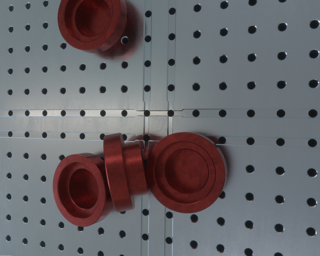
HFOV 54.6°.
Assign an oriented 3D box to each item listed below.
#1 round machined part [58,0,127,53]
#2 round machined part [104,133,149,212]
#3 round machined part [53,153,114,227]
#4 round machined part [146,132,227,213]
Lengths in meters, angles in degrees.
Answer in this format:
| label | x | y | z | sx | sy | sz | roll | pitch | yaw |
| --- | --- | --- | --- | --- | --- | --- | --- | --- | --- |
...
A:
| label | x | y | z | sx | sy | sz | roll | pitch | yaw |
| --- | --- | --- | --- | --- | --- | --- | --- | --- | --- |
| round machined part | -0.090 | -0.154 | 0.436 | 0.098 | 0.042 | 0.097 | 0 | 90 | 20 |
| round machined part | -0.040 | 0.053 | 0.393 | 0.042 | 0.098 | 0.098 | -10 | 86 | -4 |
| round machined part | -0.100 | 0.083 | 0.433 | 0.098 | 0.042 | 0.097 | 1 | 92 | 30 |
| round machined part | 0.036 | 0.054 | 0.391 | 0.098 | 0.042 | 0.097 | 0 | 90 | 19 |
